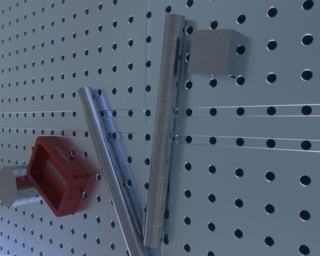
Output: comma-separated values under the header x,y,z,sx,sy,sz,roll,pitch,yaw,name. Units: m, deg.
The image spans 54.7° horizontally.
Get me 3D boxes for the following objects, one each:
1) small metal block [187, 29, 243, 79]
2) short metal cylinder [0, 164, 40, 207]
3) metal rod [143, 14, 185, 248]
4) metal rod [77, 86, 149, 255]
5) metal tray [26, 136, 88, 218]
x,y,z,sx,sy,sz,roll,pitch,yaw,name
0.063,-0.085,0.356,0.050,0.025,0.050,13,98,39,small metal block
-0.282,0.114,0.621,0.080,0.050,0.079,0,90,39,short metal cylinder
0.005,0.007,0.403,0.025,0.025,0.298,10,96,39,metal rod
-0.071,0.071,0.465,0.025,0.025,0.299,-34,69,34,metal rod
-0.189,0.084,0.558,0.130,0.030,0.089,37,113,33,metal tray
